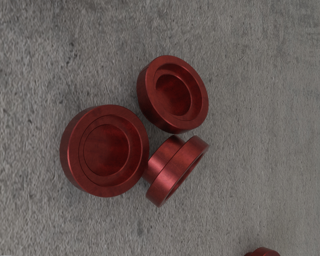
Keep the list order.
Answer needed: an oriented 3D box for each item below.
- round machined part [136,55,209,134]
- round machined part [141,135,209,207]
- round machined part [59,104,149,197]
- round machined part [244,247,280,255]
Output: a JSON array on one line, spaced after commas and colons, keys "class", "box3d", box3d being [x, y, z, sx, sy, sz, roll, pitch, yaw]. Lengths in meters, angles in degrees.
[{"class": "round machined part", "box3d": [0.011, -0.038, 0.391, 0.099, 0.042, 0.098, 15, 64, -33]}, {"class": "round machined part", "box3d": [0.014, 0.046, 0.382, 0.042, 0.097, 0.098, 39, 58, 13]}, {"class": "round machined part", "box3d": [-0.063, 0.024, 0.341, 0.099, 0.042, 0.097, 0, 90, -40]}, {"class": "round machined part", "box3d": [0.170, 0.256, 0.536, 0.099, 0.042, 0.097, 0, 90, -40]}]
